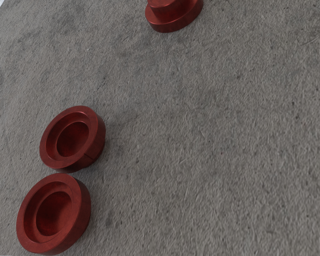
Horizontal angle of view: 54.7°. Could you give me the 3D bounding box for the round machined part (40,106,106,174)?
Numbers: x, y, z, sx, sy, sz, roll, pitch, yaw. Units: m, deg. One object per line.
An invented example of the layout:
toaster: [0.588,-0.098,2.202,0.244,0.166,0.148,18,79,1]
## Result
round machined part: [-0.119,0.020,0.443,0.098,0.042,0.098,-13,56,21]

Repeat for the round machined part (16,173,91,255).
round machined part: [-0.128,0.110,0.393,0.098,0.042,0.098,-13,56,21]

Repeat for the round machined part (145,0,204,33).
round machined part: [0.018,-0.209,0.512,0.098,0.042,0.098,-13,56,21]
